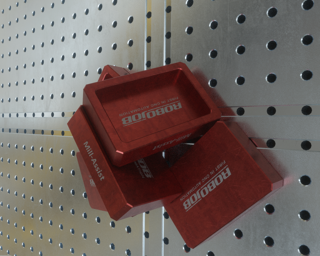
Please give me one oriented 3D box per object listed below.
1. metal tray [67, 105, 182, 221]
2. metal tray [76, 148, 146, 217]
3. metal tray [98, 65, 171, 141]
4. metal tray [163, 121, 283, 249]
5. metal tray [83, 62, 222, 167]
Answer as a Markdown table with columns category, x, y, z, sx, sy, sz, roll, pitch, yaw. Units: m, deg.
| category | x | y | z | sx | sy | sz | roll | pitch | yaw |
| --- | --- | --- | --- | --- | --- | --- | --- | --- | --- |
| metal tray | -0.040 | 0.033 | 0.358 | 0.030 | 0.091 | 0.130 | -46 | 63 | 30 |
| metal tray | -0.068 | 0.069 | 0.429 | 0.130 | 0.030 | 0.089 | -12 | 93 | 54 |
| metal tray | -0.049 | -0.020 | 0.444 | 0.130 | 0.030 | 0.089 | 43 | 116 | 31 |
| metal tray | 0.059 | 0.065 | 0.355 | 0.129 | 0.030 | 0.090 | -48 | 62 | 29 |
| metal tray | -0.008 | -0.021 | 0.346 | 0.090 | 0.131 | 0.030 | 59 | 151 | 23 |
